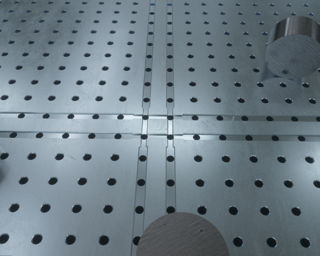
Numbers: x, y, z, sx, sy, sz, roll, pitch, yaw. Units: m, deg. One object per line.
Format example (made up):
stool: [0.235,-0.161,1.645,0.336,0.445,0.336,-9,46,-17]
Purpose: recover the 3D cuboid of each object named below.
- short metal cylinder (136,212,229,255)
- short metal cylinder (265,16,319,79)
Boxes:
short metal cylinder: [0.020,0.126,0.286,0.081,0.050,0.080,0,50,0]
short metal cylinder: [0.207,-0.122,0.476,0.080,0.080,0.050,14,52,12]
